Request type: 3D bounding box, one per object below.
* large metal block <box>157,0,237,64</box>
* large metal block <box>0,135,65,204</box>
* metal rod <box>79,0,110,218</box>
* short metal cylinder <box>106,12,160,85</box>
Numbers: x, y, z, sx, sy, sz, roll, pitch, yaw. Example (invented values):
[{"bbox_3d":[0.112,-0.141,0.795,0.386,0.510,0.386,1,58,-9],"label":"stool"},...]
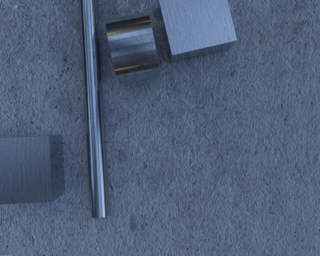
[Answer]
[{"bbox_3d":[0.045,-0.135,0.398,0.080,0.050,0.080,-13,90,0],"label":"large metal block"},{"bbox_3d":[-0.171,0.051,0.396,0.081,0.050,0.080,-2,90,0],"label":"large metal block"},{"bbox_3d":[-0.087,-0.034,0.409,0.025,0.025,0.298,-3,90,0],"label":"metal rod"},{"bbox_3d":[-0.032,-0.097,0.382,0.050,0.080,0.080,-11,90,0],"label":"short metal cylinder"}]
